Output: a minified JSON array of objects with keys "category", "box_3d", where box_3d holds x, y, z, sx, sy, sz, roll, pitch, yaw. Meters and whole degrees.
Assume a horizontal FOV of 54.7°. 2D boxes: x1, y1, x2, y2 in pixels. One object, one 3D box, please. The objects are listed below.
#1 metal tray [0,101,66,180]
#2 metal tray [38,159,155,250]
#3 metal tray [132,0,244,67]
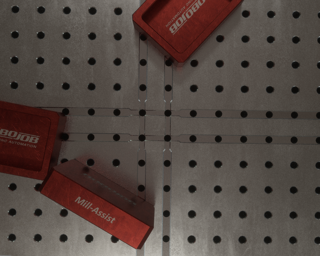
[{"category":"metal tray","box_3d":[-0.200,0.012,0.408,0.131,0.030,0.089,11,90,-1]},{"category":"metal tray","box_3d":[-0.070,0.088,0.380,0.130,0.090,0.030,31,90,-1]},{"category":"metal tray","box_3d":[0.039,-0.158,0.411,0.090,0.030,0.130,43,90,-1]}]
